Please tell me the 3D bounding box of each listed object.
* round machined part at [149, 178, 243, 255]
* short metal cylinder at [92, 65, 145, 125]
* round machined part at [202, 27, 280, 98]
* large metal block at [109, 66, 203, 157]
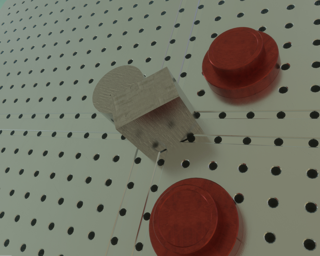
[{"bbox_3d":[0.032,0.097,0.321,0.098,0.042,0.098,-13,56,21],"label":"round machined part"},{"bbox_3d":[-0.048,-0.043,0.444,0.080,0.050,0.080,-13,56,20],"label":"short metal cylinder"},{"bbox_3d":[0.101,-0.091,0.400,0.098,0.042,0.098,-13,56,21],"label":"round machined part"},{"bbox_3d":[-0.004,-0.017,0.385,0.080,0.080,0.050,-27,53,11],"label":"large metal block"}]
